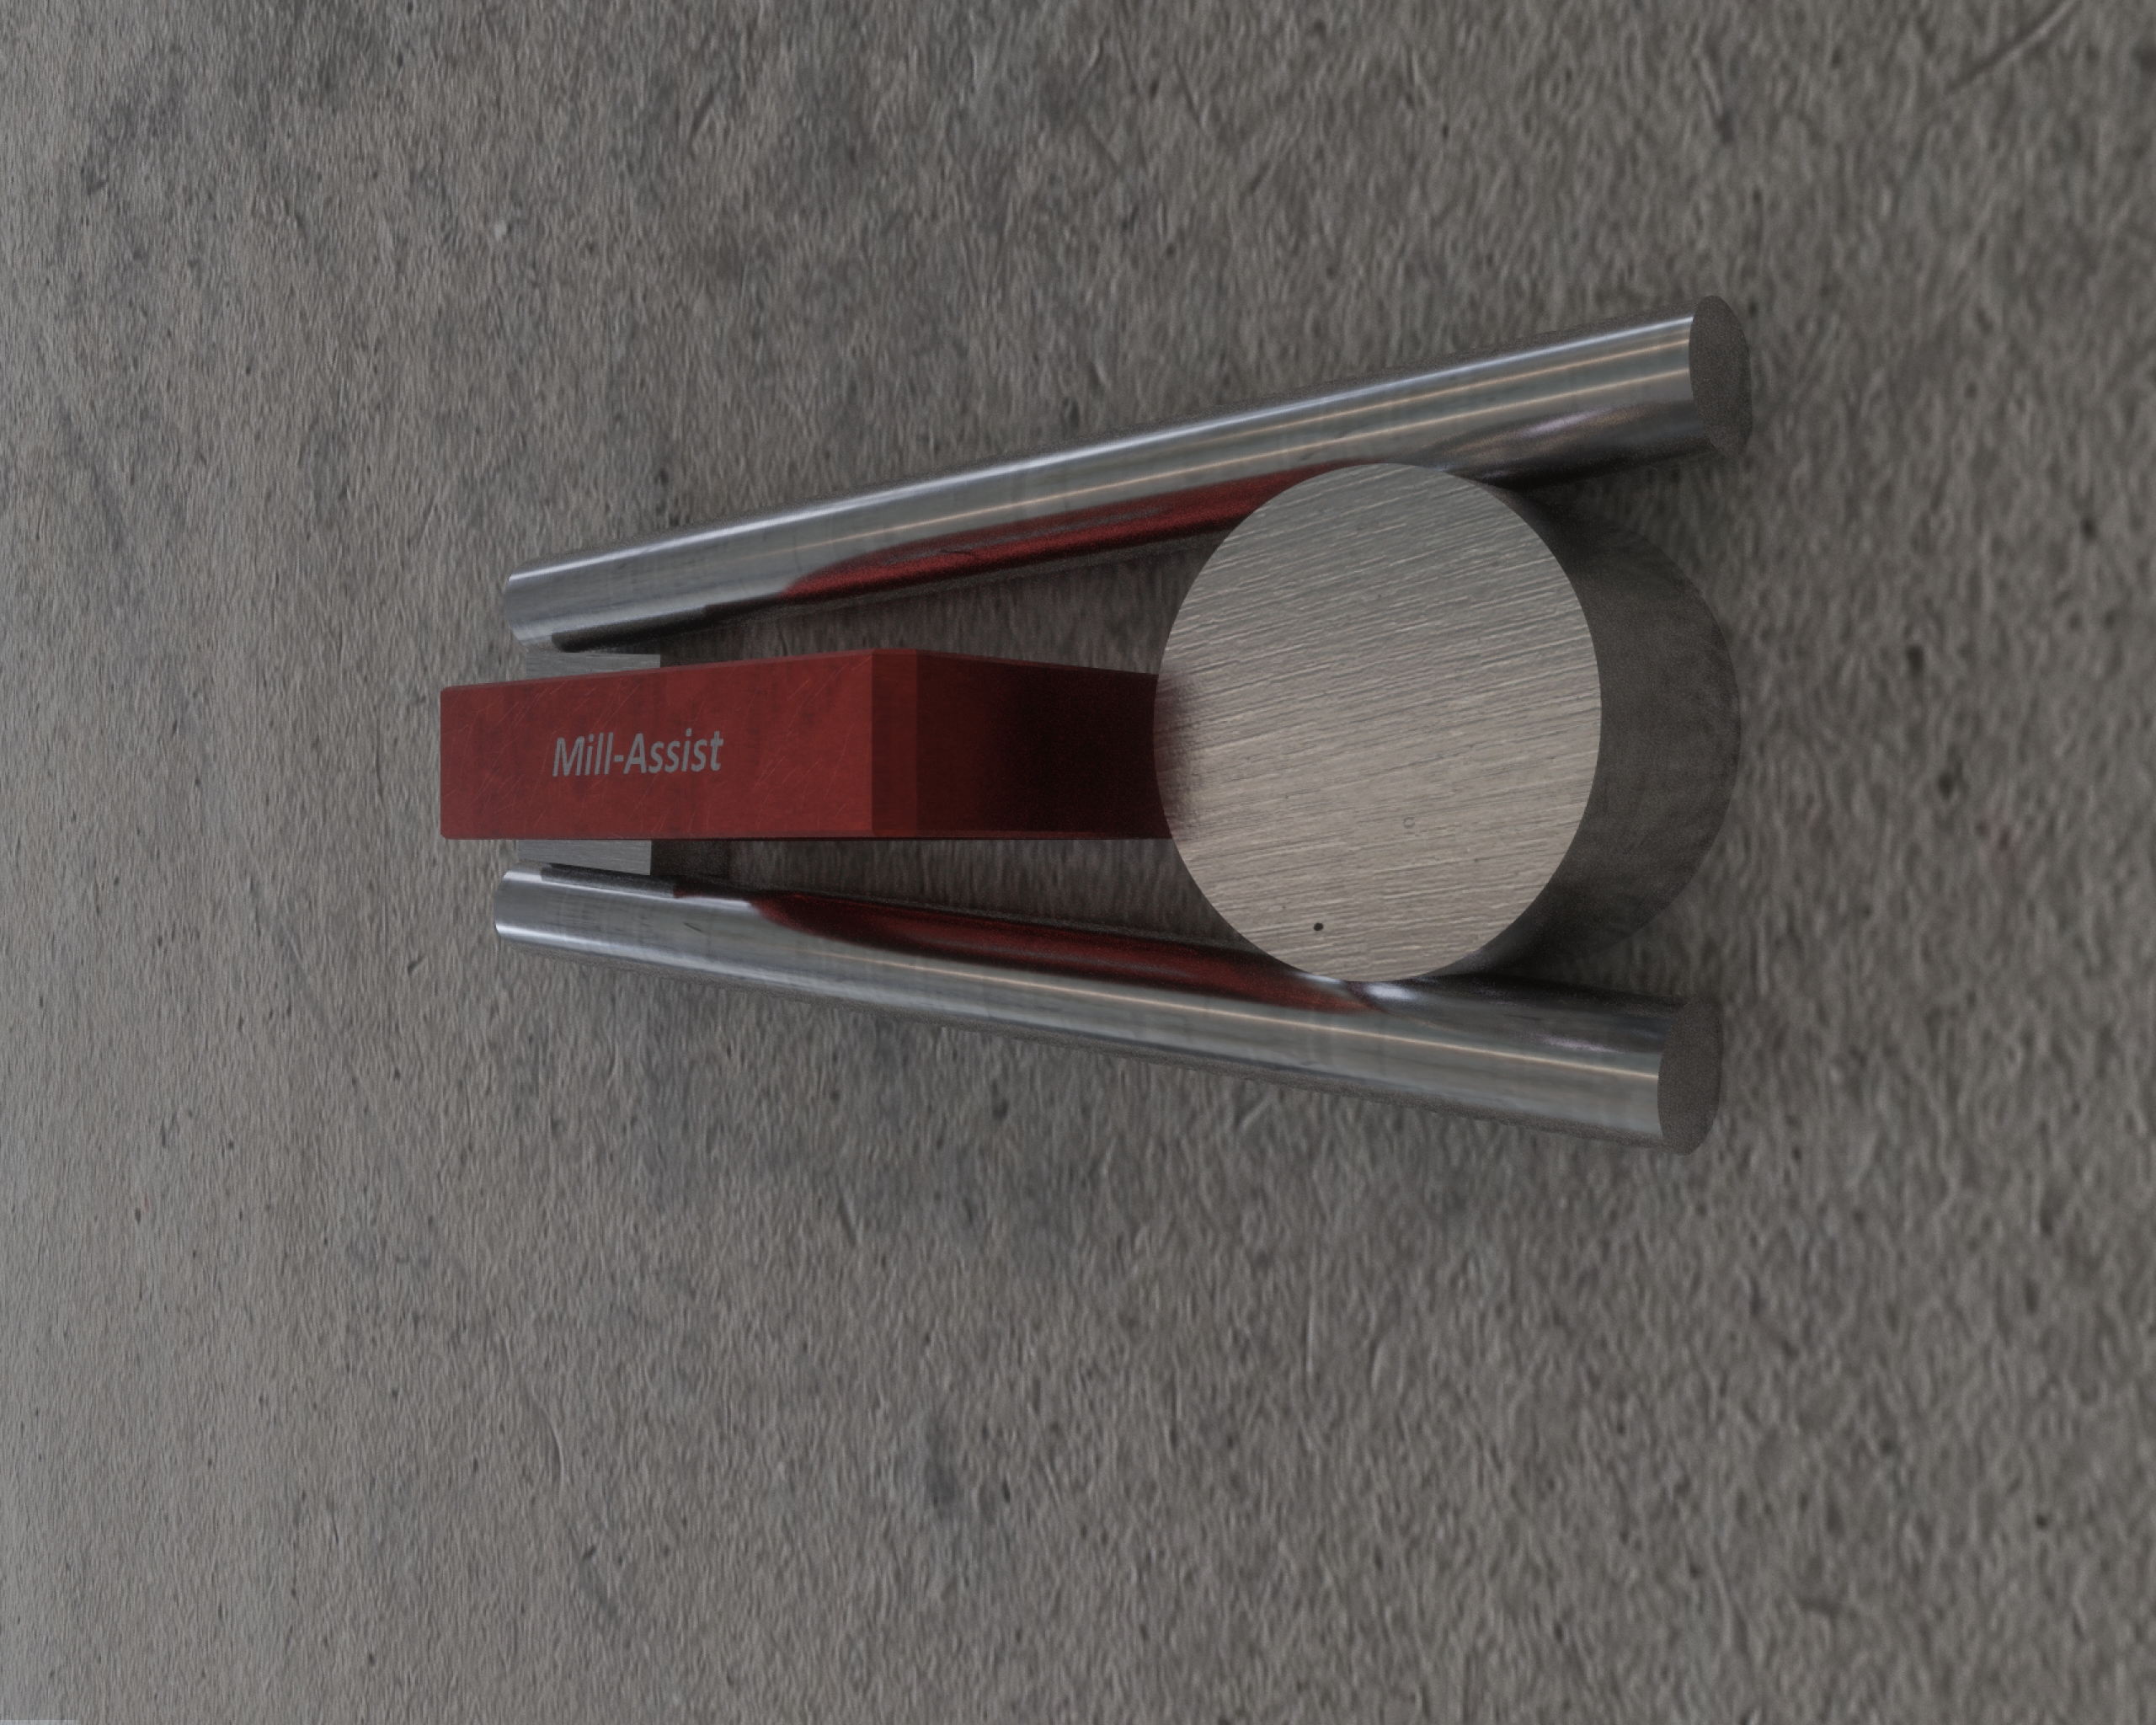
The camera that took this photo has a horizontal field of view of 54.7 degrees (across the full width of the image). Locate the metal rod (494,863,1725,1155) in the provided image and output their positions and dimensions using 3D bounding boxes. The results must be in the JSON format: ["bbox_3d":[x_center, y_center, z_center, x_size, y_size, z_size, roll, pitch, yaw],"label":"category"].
[{"bbox_3d":[-0.019,0.022,0.422,0.300,0.025,0.025,6,94,39],"label":"metal rod"}]

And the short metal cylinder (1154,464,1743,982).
[{"bbox_3d":[0.060,-0.022,0.340,0.080,0.050,0.079,0,90,40],"label":"short metal cylinder"}]

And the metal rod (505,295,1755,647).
[{"bbox_3d":[-0.015,-0.069,0.419,0.300,0.025,0.025,-3,88,40],"label":"metal rod"}]

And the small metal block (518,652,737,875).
[{"bbox_3d":[-0.106,-0.024,0.495,0.050,0.025,0.050,6,94,40],"label":"small metal block"}]

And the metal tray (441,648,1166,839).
[{"bbox_3d":[-0.049,-0.019,0.403,0.130,0.091,0.030,0,90,40],"label":"metal tray"}]
